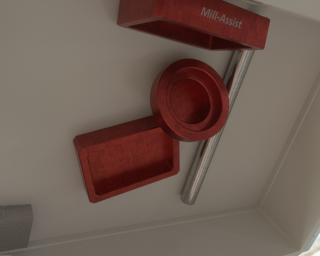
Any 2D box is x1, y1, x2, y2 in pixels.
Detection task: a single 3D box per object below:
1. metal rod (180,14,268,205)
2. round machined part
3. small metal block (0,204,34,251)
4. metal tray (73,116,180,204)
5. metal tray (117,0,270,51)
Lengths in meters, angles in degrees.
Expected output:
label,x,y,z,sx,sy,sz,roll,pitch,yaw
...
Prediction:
label,x,y,z,sx,sy,sz,roll,pitch,yaw
metal rod,0.085,-0.012,0.449,0.025,0.025,0.298,2,117,-30
round machined part,0.032,-0.031,0.378,0.099,0.042,0.097,4,81,-26
small metal block,-0.188,0.123,0.383,0.050,0.025,0.050,5,116,-31
metal tray,-0.039,0.038,0.409,0.131,0.030,0.089,-16,125,-20
metal tray,0.034,-0.108,0.316,0.131,0.090,0.030,5,99,-31
